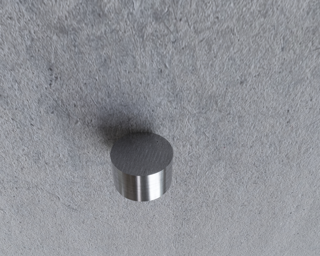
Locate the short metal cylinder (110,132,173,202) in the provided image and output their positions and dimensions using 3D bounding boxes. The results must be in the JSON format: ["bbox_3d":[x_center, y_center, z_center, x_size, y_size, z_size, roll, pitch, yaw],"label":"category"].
[{"bbox_3d":[-0.023,0.050,0.413,0.080,0.080,0.050,0,130,-1],"label":"short metal cylinder"}]
